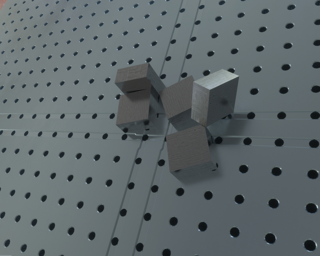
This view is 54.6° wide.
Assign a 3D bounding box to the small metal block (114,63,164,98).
[{"bbox_3d":[-0.029,-0.064,0.448,0.050,0.050,0.025,-7,59,25],"label":"small metal block"}]

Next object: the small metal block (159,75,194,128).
[{"bbox_3d":[0.031,-0.035,0.414,0.050,0.025,0.050,-25,53,12],"label":"small metal block"}]

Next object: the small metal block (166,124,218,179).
[{"bbox_3d":[0.037,0.029,0.372,0.050,0.025,0.050,-18,55,18],"label":"small metal block"}]

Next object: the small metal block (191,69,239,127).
[{"bbox_3d":[0.065,-0.036,0.369,0.050,0.050,0.025,-27,44,-31],"label":"small metal block"}]

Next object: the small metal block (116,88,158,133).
[{"bbox_3d":[-0.032,-0.024,0.441,0.050,0.025,0.050,-10,57,23],"label":"small metal block"}]
